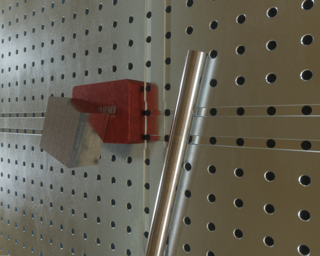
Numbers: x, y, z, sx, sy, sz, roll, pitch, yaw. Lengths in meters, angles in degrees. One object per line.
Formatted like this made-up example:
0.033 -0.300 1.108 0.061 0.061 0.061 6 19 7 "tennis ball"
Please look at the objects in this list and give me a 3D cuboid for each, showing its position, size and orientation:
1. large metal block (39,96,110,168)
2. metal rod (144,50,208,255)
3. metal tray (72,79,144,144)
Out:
-0.127 0.004 0.455 0.080 0.050 0.079 25 106 37 "large metal block"
0.015 0.053 0.394 0.025 0.025 0.298 19 102 38 "metal rod"
-0.082 -0.023 0.472 0.130 0.030 0.089 0 90 39 "metal tray"
